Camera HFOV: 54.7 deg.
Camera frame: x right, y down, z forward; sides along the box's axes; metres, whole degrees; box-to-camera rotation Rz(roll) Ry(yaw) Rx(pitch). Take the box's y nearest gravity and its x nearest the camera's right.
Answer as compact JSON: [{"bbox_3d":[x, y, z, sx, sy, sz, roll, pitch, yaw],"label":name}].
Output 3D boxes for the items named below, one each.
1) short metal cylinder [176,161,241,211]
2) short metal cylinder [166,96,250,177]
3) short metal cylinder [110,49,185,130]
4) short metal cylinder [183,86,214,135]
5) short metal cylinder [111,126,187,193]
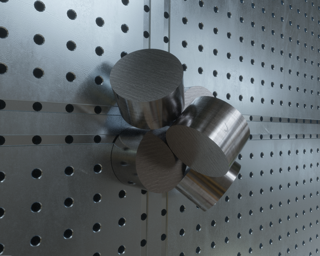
[{"bbox_3d":[0.064,0.065,0.420,0.050,0.080,0.080,39,61,6],"label":"short metal cylinder"},{"bbox_3d":[0.054,0.010,0.354,0.050,0.080,0.080,-49,120,-29],"label":"short metal cylinder"},{"bbox_3d":[-0.012,-0.045,0.355,0.080,0.080,0.050,-54,156,-27],"label":"short metal cylinder"},{"bbox_3d":[0.036,-0.015,0.424,0.081,0.050,0.079,0,90,-40],"label":"short metal cylinder"},{"bbox_3d":[-0.012,0.037,0.384,0.081,0.050,0.079,0,90,-40],"label":"short metal cylinder"}]
